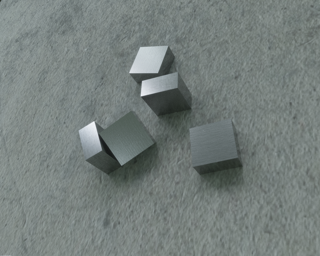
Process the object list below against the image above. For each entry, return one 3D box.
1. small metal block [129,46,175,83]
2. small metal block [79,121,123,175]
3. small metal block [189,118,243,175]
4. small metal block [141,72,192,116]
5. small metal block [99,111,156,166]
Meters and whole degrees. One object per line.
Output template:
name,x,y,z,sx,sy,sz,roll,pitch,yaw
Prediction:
small metal block,-0.012,-0.095,0.467,0.050,0.025,0.050,6,64,30
small metal block,-0.078,0.027,0.411,0.025,0.050,0.050,-31,52,9
small metal block,0.064,0.022,0.356,0.050,0.025,0.050,-15,56,19
small metal block,0.009,-0.043,0.408,0.050,0.050,0.025,-11,57,22
small metal block,-0.041,0.013,0.400,0.050,0.025,0.050,-35,88,4
